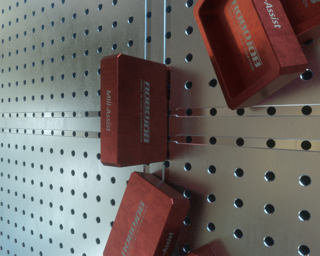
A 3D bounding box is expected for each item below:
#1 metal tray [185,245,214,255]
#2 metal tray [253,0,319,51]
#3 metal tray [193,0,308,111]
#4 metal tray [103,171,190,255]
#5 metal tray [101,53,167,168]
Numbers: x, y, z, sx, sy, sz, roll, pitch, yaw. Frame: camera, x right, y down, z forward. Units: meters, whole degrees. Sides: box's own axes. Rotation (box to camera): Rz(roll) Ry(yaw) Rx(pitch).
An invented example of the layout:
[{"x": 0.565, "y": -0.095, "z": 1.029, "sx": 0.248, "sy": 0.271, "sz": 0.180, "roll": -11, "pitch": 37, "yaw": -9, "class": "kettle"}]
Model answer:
[{"x": 0.028, "y": 0.214, "z": 0.381, "sx": 0.129, "sy": 0.030, "sz": 0.090, "roll": -43, "pitch": 65, "yaw": 31, "class": "metal tray"}, {"x": 0.132, "y": -0.152, "z": 0.295, "sx": 0.090, "sy": 0.030, "sz": 0.129, "roll": -26, "pitch": 74, "yaw": 36, "class": "metal tray"}, {"x": 0.082, "y": -0.093, "z": 0.309, "sx": 0.090, "sy": 0.030, "sz": 0.129, "roll": 132, "pitch": 124, "yaw": -65, "class": "metal tray"}, {"x": -0.021, "y": 0.132, "z": 0.398, "sx": 0.090, "sy": 0.030, "sz": 0.129, "roll": 25, "pitch": 97, "yaw": 49, "class": "metal tray"}, {"x": -0.030, "y": -0.020, "z": 0.389, "sx": 0.030, "sy": 0.091, "sz": 0.129, "roll": 0, "pitch": 90, "yaw": 40, "class": "metal tray"}]
